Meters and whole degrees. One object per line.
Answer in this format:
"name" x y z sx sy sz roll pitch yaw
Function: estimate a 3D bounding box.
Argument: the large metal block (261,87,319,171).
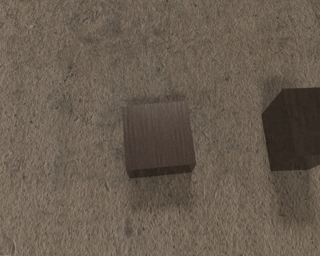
"large metal block" 0.168 0.005 0.379 0.050 0.080 0.080 -2 70 -1

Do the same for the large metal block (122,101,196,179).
"large metal block" -0.003 0.016 0.389 0.081 0.050 0.080 -5 70 -3
